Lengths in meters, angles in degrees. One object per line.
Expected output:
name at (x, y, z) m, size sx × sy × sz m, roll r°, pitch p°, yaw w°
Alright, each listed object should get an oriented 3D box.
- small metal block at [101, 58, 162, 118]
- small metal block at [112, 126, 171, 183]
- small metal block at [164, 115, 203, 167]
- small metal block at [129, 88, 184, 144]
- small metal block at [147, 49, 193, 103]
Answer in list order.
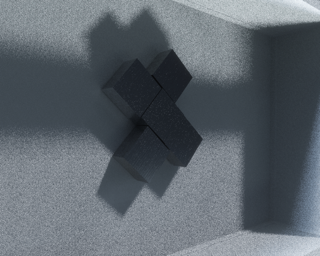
small metal block at (-0.033, -0.047, 0.376) m, size 0.050 × 0.025 × 0.050 m, roll 49°, pitch 61°, yaw -29°
small metal block at (-0.022, 0.032, 0.386) m, size 0.050 × 0.025 × 0.050 m, roll 50°, pitch 61°, yaw -28°
small metal block at (0.026, 0.018, 0.425) m, size 0.050 × 0.025 × 0.050 m, roll 49°, pitch 61°, yaw -29°
small metal block at (-0.003, -0.015, 0.400) m, size 0.050 × 0.025 × 0.050 m, roll 49°, pitch 61°, yaw -29°
small metal block at (0.010, -0.067, 0.411) m, size 0.050 × 0.025 × 0.050 m, roll 49°, pitch 60°, yaw -29°
